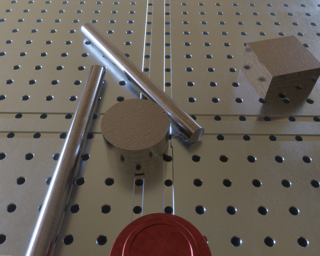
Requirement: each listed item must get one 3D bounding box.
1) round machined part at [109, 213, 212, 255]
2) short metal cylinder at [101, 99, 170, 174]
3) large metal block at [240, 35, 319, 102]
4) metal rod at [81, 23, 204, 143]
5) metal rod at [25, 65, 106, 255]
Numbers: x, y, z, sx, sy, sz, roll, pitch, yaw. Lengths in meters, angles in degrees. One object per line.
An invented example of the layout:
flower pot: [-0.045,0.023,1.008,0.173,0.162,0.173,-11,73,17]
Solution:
round machined part: [0.001,0.125,0.291,0.099,0.042,0.098,0,50,0]
short metal cylinder: [-0.029,0.009,0.383,0.081,0.050,0.080,0,50,0]
large metal block: [0.181,-0.092,0.471,0.081,0.050,0.080,-12,51,-10]
metal rod: [-0.041,-0.083,0.477,0.025,0.025,0.300,-29,56,-23]
metal rod: [-0.108,0.026,0.383,0.025,0.025,0.300,4,50,3]
